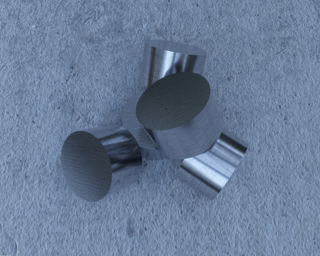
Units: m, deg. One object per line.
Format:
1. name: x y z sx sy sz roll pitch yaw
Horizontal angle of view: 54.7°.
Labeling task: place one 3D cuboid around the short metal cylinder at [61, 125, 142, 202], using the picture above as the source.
1. short metal cylinder: -0.068 0.039 0.360 0.080 0.050 0.079 7 102 34

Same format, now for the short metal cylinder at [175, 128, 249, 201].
1. short metal cylinder: 0.061 0.038 0.366 0.050 0.080 0.080 33 73 11

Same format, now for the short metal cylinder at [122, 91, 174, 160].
1. short metal cylinder: -0.006 -0.003 0.397 0.081 0.050 0.080 0 70 -1

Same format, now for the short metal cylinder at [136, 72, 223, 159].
1. short metal cylinder: 0.021 -0.014 0.330 0.080 0.050 0.080 -15 46 17

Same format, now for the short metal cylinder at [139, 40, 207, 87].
1. short metal cylinder: 0.016 -0.081 0.403 0.080 0.080 0.050 13 114 4
